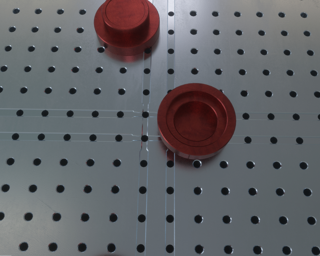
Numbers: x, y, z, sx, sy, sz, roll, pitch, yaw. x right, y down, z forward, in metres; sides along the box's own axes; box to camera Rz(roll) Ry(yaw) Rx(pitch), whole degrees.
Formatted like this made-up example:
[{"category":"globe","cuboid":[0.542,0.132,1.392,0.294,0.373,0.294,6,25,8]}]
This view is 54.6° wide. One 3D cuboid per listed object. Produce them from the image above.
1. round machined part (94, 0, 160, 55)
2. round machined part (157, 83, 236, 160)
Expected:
[{"category":"round machined part","cuboid":[-0.049,-0.161,0.461,0.099,0.042,0.098,0,70,0]},{"category":"round machined part","cuboid":[0.046,-0.006,0.405,0.099,0.042,0.098,0,70,0]}]
